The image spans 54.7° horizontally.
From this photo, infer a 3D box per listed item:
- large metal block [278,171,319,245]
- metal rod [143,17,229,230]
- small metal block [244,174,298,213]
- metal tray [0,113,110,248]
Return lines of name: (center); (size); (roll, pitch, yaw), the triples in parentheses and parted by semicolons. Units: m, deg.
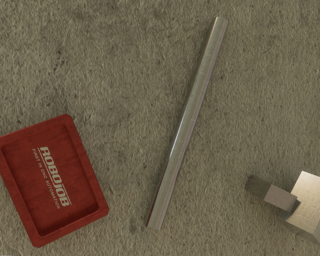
large metal block: (0.232, 0.124, 0.468); (0.080, 0.050, 0.080); (43, 75, -42)
metal rod: (0.038, -0.011, 0.424); (0.025, 0.025, 0.299); (21, 83, -19)
small metal block: (0.162, 0.095, 0.456); (0.050, 0.050, 0.025); (27, 89, -18)
metal tray: (-0.125, 0.058, 0.360); (0.091, 0.030, 0.129); (-23, 98, -19)
